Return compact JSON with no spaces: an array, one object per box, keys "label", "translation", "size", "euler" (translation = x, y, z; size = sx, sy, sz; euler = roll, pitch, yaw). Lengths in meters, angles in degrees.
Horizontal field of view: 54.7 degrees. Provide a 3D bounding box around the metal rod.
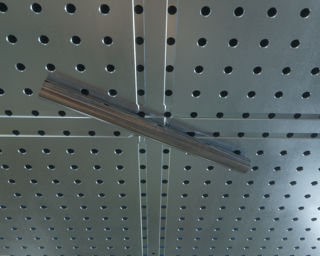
[{"label":"metal rod","translation":[-0.007,0.005,0.416],"size":[0.302,0.025,0.025],"euler":[21,127,-18]}]
